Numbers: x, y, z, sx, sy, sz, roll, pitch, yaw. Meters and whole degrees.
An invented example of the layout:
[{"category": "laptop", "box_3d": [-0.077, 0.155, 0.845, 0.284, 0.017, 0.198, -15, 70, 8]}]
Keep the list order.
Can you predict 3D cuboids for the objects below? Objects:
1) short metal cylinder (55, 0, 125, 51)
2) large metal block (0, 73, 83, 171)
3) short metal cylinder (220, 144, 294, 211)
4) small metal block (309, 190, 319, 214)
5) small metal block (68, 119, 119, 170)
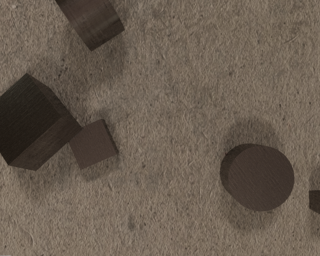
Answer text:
[{"category": "short metal cylinder", "box_3d": [-0.087, -0.142, 0.381, 0.050, 0.080, 0.080, -33, 90, 0]}, {"category": "large metal block", "box_3d": [-0.159, -0.006, 0.383, 0.080, 0.050, 0.080, -43, 69, 0]}, {"category": "short metal cylinder", "box_3d": [0.122, 0.061, 0.399, 0.081, 0.050, 0.079, 0, 90, -1]}, {"category": "small metal block", "box_3d": [0.230, 0.098, 0.401, 0.050, 0.050, 0.025, -2, 90, -1]}, {"category": "small metal block", "box_3d": [-0.089, 0.021, 0.409, 0.050, 0.025, 0.050, -24, 90, -1]}]
